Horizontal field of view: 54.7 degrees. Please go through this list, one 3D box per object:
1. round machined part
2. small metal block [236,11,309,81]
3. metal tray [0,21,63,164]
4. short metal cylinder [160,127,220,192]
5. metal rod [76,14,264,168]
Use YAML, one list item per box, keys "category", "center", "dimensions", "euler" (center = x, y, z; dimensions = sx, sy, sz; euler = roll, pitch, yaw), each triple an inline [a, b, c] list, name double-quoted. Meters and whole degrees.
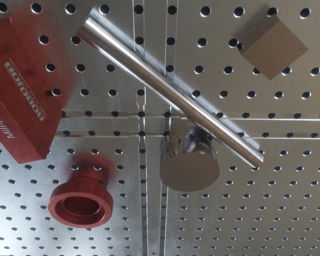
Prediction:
- category: "round machined part"
  center: [-0.124, 0.116, 0.498]
  dimensions: [0.099, 0.042, 0.097]
  euler: [-1, 130, 0]
- category: "small metal block"
  center: [0.122, -0.088, 0.338]
  dimensions: [0.050, 0.025, 0.050]
  euler: [32, 123, -25]
- category: "metal tray"
  center: [-0.158, -0.036, 0.335]
  dimensions: [0.030, 0.090, 0.129]
  euler: [-12, 129, 9]
- category: "short metal cylinder"
  center: [0.040, 0.045, 0.434]
  dimensions: [0.081, 0.050, 0.079]
  euler: [0, 130, 0]
- category: "metal rod"
  center: [0.031, -0.030, 0.386]
  dimensions: [0.301, 0.025, 0.025]
  euler: [35, 122, -27]
